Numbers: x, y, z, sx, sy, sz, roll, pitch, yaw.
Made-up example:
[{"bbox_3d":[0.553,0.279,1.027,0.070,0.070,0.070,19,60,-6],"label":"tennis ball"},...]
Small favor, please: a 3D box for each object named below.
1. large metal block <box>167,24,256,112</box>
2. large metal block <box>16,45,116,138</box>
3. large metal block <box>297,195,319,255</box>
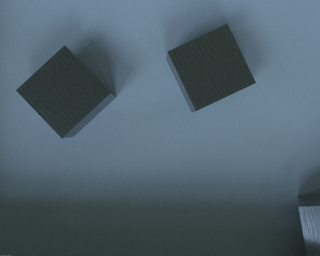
[{"bbox_3d":[0.063,-0.074,0.399,0.080,0.050,0.080,-25,90,0],"label":"large metal block"},{"bbox_3d":[-0.117,-0.044,0.398,0.080,0.050,0.080,-43,90,0],"label":"large metal block"},{"bbox_3d":[0.222,0.128,0.387,0.080,0.050,0.080,-10,90,23],"label":"large metal block"}]
